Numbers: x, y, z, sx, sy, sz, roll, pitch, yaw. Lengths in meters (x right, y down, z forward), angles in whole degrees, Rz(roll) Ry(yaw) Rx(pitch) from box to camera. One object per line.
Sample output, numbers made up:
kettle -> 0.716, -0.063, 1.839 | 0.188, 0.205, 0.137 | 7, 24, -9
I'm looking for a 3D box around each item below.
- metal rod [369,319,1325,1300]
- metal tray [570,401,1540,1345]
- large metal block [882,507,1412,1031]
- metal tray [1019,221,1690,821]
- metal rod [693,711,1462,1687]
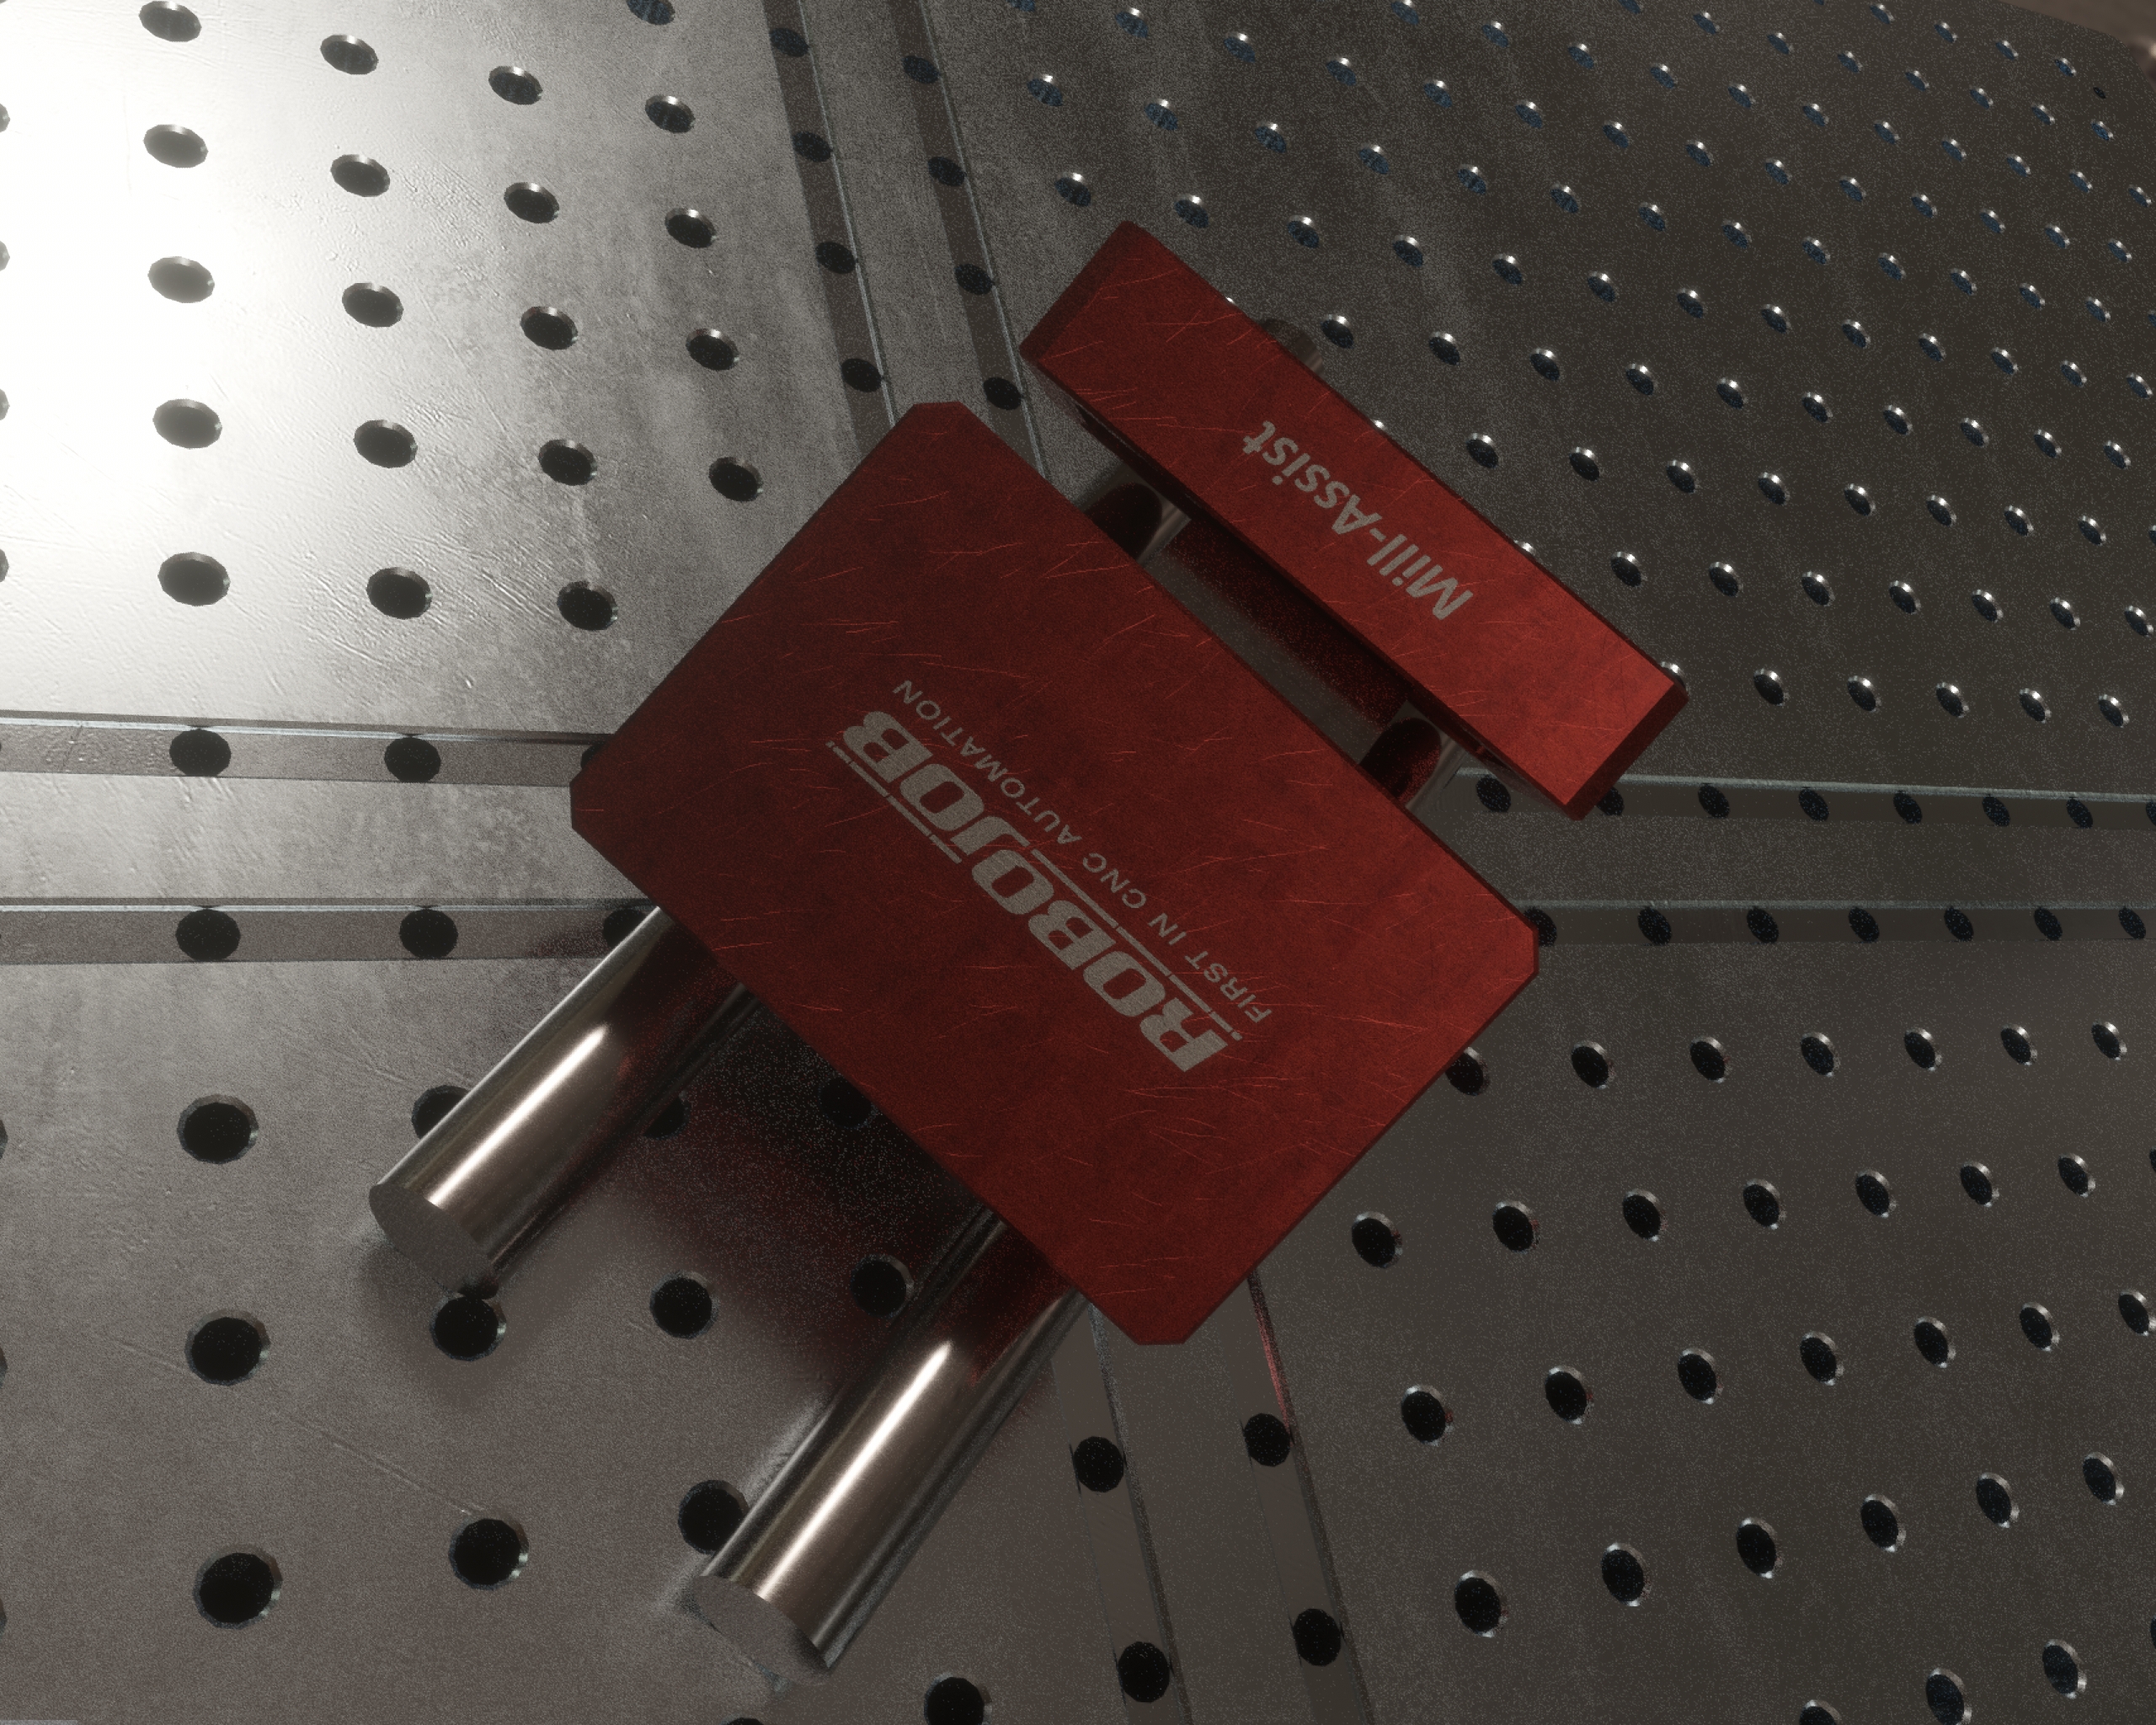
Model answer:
metal rod -> -0.025, -0.032, 0.416 | 0.025, 0.025, 0.301 | 40, 51, -1
metal tray -> -0.004, 0.002, 0.337 | 0.130, 0.030, 0.090 | 43, 94, 0
large metal block -> 0.018, -0.021, 0.396 | 0.050, 0.080, 0.080 | 41, 51, -1
metal tray -> 0.051, -0.064, 0.406 | 0.130, 0.030, 0.090 | 40, 7, -2
metal rod -> 0.028, 0.027, 0.409 | 0.025, 0.025, 0.301 | 41, 51, -1
